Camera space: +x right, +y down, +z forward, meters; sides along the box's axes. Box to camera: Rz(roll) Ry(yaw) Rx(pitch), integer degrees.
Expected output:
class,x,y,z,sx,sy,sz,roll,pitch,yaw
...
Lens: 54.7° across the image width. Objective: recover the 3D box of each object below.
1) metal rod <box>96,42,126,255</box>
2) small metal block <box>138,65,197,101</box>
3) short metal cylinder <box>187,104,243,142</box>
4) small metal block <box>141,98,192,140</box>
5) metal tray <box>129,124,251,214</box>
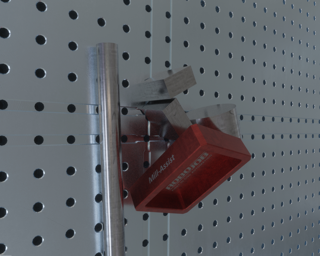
class,x,y,z,sx,sy,sz,roll,pitch,yaw
metal rod,-0.056,0.053,0.361,0.025,0.025,0.298,-3,92,-40
small metal block,0.010,-0.057,0.401,0.050,0.050,0.025,-33,111,-35
short metal cylinder,0.070,0.001,0.432,0.081,0.080,0.050,-23,105,-38
small metal block,0.010,-0.012,0.399,0.025,0.050,0.050,-45,117,-22
metal tray,0.035,0.057,0.379,0.091,0.129,0.030,17,37,-39
